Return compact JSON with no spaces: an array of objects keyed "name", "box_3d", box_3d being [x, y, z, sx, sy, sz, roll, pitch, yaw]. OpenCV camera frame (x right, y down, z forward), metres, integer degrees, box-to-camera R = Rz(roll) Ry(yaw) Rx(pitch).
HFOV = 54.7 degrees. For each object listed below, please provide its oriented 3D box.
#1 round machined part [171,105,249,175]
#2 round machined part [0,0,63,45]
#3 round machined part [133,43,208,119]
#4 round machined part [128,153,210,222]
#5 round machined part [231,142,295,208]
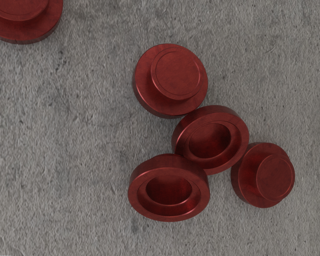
[{"name":"round machined part","box_3d":[0.062,0.012,0.408,0.099,0.042,0.097,-7,123,-10]},{"name":"round machined part","box_3d":[-0.158,-0.146,0.341,0.099,0.042,0.097,0,90,-20]},{"name":"round machined part","box_3d":[0.017,-0.063,0.396,0.099,0.042,0.098,3,79,-15]},{"name":"round machined part","box_3d":[0.011,0.070,0.386,0.099,0.042,0.097,1,127,1]},{"name":"round machined part","box_3d":[0.158,0.070,0.458,0.099,0.042,0.097,0,90,-20]}]
